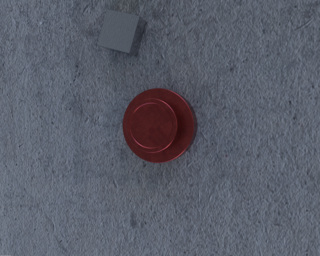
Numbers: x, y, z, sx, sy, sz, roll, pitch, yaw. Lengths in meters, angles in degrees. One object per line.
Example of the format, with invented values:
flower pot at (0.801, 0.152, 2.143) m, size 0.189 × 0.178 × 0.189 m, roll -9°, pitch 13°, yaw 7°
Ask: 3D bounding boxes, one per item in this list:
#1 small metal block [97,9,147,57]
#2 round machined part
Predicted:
small metal block at (-0.052, -0.130, 0.426) m, size 0.050 × 0.025 × 0.050 m, roll 18°, pitch 96°, yaw 18°
round machined part at (-0.005, -0.003, 0.401) m, size 0.098 × 0.042 × 0.097 m, roll 0°, pitch 90°, yaw 19°
